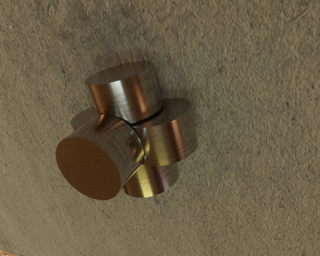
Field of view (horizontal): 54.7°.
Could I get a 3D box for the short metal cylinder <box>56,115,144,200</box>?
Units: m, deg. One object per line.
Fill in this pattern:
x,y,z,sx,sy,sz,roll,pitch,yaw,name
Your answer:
-0.065,0.032,0.341,0.080,0.050,0.079,13,124,20,short metal cylinder

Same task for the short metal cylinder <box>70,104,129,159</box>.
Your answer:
-0.070,0.003,0.410,0.080,0.080,0.050,-1,118,28,short metal cylinder

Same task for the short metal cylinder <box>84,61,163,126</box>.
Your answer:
-0.042,-0.043,0.367,0.080,0.080,0.050,-2,118,28,short metal cylinder

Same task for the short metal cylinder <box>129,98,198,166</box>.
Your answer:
0.002,0.002,0.372,0.080,0.080,0.050,0,118,28,short metal cylinder

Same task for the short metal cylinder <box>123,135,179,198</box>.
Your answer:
-0.019,0.046,0.410,0.080,0.080,0.050,0,118,28,short metal cylinder
